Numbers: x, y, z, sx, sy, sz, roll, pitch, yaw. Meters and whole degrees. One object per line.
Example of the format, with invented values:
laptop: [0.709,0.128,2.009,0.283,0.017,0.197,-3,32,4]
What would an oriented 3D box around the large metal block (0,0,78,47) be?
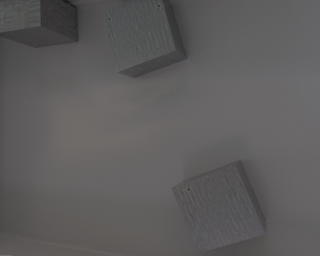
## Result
large metal block: [-0.176,-0.153,0.443,0.080,0.080,0.050,-1,90,20]

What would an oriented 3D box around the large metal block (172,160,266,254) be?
large metal block: [0.072,0.092,0.372,0.080,0.050,0.080,-24,82,18]

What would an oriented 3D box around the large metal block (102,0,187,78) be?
large metal block: [-0.019,-0.119,0.404,0.080,0.050,0.080,-17,85,19]
